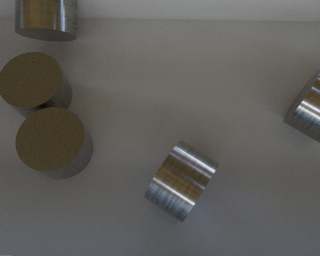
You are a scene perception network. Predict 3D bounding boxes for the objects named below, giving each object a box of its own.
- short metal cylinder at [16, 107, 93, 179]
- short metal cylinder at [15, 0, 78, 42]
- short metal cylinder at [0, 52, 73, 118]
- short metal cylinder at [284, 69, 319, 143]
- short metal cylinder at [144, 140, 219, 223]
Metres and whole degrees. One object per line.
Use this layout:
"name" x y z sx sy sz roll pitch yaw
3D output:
"short metal cylinder" -0.129 0.020 0.388 0.081 0.050 0.080 0 70 0
"short metal cylinder" -0.156 -0.154 0.428 0.080 0.080 0.050 2 93 1
"short metal cylinder" -0.164 -0.054 0.415 0.081 0.050 0.080 0 70 0
"short metal cylinder" 0.202 -0.028 0.392 0.050 0.080 0.080 33 73 11
"short metal cylinder" 0.025 0.061 0.358 0.050 0.080 0.080 32 73 11
